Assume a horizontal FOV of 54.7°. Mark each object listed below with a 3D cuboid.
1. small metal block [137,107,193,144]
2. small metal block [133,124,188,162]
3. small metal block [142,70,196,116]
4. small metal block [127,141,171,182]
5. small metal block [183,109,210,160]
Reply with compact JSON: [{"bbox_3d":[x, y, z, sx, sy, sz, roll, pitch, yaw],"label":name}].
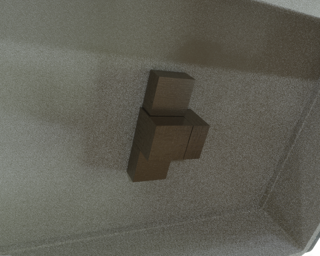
[{"bbox_3d":[0.005,-0.004,0.390,0.050,0.050,0.025,0,119,-28],"label":"small metal block"},{"bbox_3d":[0.000,0.018,0.401,0.050,0.050,0.025,0,119,-28],"label":"small metal block"},{"bbox_3d":[0.011,-0.043,0.385,0.050,0.025,0.050,0,119,-28],"label":"small metal block"},{"bbox_3d":[-0.014,0.045,0.426,0.050,0.025,0.050,0,119,-28],"label":"small metal block"},{"bbox_3d":[0.036,0.007,0.414,0.025,0.050,0.050,0,119,-28],"label":"small metal block"}]
